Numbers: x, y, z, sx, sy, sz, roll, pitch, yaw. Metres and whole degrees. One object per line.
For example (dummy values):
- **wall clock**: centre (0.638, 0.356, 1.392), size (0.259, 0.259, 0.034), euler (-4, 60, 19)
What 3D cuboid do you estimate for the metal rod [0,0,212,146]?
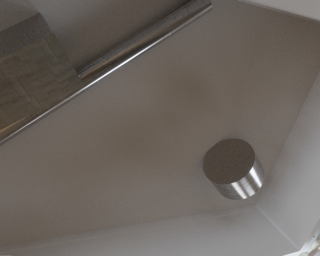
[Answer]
- **metal rod**: centre (-0.073, -0.059, 0.333), size (0.301, 0.025, 0.025), euler (-34, 129, -6)

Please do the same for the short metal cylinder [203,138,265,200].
- **short metal cylinder**: centre (0.113, 0.063, 0.476), size (0.080, 0.080, 0.050), euler (-40, 130, -1)

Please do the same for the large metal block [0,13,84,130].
- **large metal block**: centre (-0.124, -0.053, 0.273), size (0.080, 0.080, 0.050), euler (-30, 129, -9)
